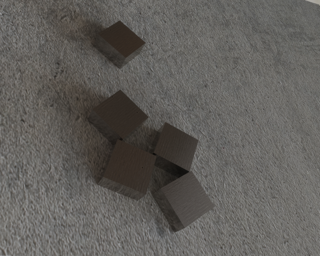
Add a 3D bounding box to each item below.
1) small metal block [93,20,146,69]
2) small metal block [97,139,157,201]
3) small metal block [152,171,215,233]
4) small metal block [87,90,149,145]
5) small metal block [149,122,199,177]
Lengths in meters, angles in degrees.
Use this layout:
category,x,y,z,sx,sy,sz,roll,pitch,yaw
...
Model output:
category,x,y,z,sx,sy,sz,roll,pitch,yaw
small metal block,-0.058,-0.120,0.446,0.050,0.025,0.050,41,51,0
small metal block,-0.037,0.048,0.354,0.050,0.025,0.050,25,53,-13
small metal block,0.028,0.086,0.366,0.050,0.025,0.050,-23,74,-36
small metal block,-0.051,-0.012,0.383,0.050,0.025,0.050,44,51,2
small metal block,0.016,0.028,0.395,0.050,0.025,0.050,29,52,-10
